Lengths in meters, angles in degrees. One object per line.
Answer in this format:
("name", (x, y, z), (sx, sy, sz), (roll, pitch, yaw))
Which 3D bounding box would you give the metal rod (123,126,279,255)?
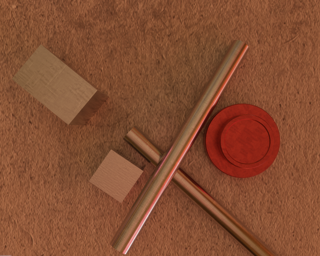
("metal rod", (0.070, 0.107, 0.411), (0.300, 0.025, 0.025), (42, 90, -1))

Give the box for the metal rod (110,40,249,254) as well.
("metal rod", (0.029, 0.017, 0.389), (0.025, 0.025, 0.300), (32, 81, -1))

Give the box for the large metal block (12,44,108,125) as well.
("large metal block", (-0.116, -0.048, 0.381), (0.080, 0.080, 0.050), (39, 90, -1))

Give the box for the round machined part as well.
("round machined part", (0.108, 0.017, 0.403), (0.099, 0.042, 0.097), (0, 90, -1))

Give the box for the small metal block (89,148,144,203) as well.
("small metal block", (-0.056, 0.062, 0.409), (0.050, 0.025, 0.050), (35, 90, -1))
